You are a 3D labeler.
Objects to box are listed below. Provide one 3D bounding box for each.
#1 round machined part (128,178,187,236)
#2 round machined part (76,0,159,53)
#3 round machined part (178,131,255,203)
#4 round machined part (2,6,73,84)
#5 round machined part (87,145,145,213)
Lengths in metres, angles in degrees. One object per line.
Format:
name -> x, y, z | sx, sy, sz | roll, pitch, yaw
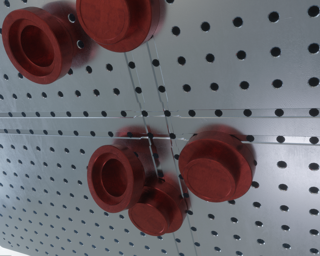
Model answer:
round machined part -> -0.010, 0.130, 0.487 | 0.098, 0.042, 0.097 | 13, 124, 21
round machined part -> -0.054, -0.132, 0.348 | 0.098, 0.042, 0.097 | 13, 124, 21
round machined part -> 0.069, 0.057, 0.399 | 0.098, 0.042, 0.097 | 13, 124, 21
round machined part -> -0.157, -0.111, 0.415 | 0.098, 0.042, 0.097 | 13, 124, 21
round machined part -> -0.061, 0.073, 0.461 | 0.098, 0.042, 0.097 | 1, 92, 38
